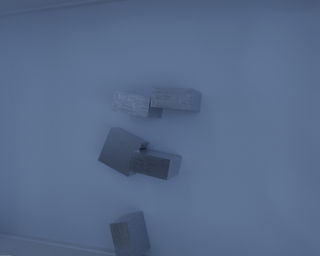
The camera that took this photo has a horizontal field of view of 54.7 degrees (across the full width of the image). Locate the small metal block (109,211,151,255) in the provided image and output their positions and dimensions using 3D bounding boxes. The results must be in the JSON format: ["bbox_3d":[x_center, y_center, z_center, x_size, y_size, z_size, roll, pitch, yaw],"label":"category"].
[{"bbox_3d":[-0.039,0.143,0.411,0.025,0.050,0.050,-15,85,19],"label":"small metal block"}]

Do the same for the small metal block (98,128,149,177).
[{"bbox_3d":[-0.050,0.032,0.428,0.050,0.025,0.050,25,98,18],"label":"small metal block"}]

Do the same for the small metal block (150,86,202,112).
[{"bbox_3d":[0.021,-0.036,0.390,0.050,0.050,0.025,6,92,20],"label":"small metal block"}]

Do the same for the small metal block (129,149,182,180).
[{"bbox_3d":[-0.005,0.045,0.399,0.050,0.050,0.025,11,94,19],"label":"small metal block"}]

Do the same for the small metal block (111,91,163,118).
[{"bbox_3d":[-0.028,-0.030,0.407,0.050,0.050,0.025,11,94,19],"label":"small metal block"}]
